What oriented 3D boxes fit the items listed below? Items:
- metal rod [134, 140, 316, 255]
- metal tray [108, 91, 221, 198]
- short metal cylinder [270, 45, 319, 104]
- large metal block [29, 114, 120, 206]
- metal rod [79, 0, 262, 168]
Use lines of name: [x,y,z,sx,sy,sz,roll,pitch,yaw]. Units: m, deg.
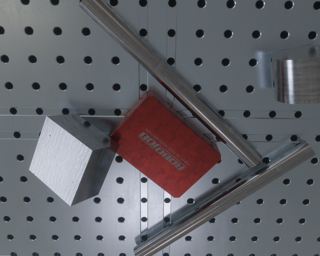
metal rod: [0.086,0.112,0.455,0.300,0.025,0.025,-36,106,12]
metal tray: [0.005,0.024,0.420,0.130,0.030,0.090,40,105,-14]
short metal cylinder: [0.173,-0.064,0.362,0.080,0.080,0.050,-10,110,4]
large metal block: [-0.110,0.037,0.394,0.080,0.050,0.079,33,110,22]
metal rod: [0.023,-0.052,0.394,0.300,0.025,0.025,42,105,-14]
